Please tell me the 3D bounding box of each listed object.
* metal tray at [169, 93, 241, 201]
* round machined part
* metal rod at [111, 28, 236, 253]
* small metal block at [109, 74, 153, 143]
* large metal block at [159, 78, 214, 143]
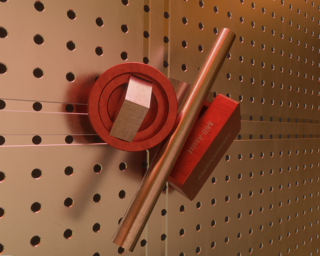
[{"bbox_3d":[0.061,0.029,0.415,0.130,0.030,0.090,-53,154,-11],"label":"metal tray"},{"bbox_3d":[-0.033,-0.023,0.355,0.099,0.042,0.097,-1,93,-15],"label":"round machined part"},{"bbox_3d":[0.026,-0.003,0.368,0.025,0.025,0.300,42,64,-32],"label":"metal rod"},{"bbox_3d":[-0.031,-0.022,0.332,0.025,0.050,0.050,21,37,-13],"label":"small metal block"},{"bbox_3d":[0.022,-0.015,0.413,0.081,0.050,0.080,12,83,-40],"label":"large metal block"}]
